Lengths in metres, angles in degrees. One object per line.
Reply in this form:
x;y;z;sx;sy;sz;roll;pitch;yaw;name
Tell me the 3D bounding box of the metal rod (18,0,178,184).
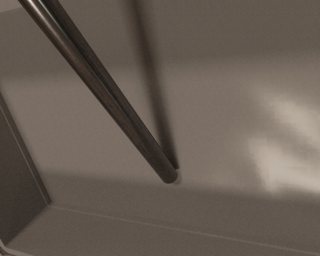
-0.042;-0.019;0.338;0.025;0.025;0.299;0;144;28;metal rod
